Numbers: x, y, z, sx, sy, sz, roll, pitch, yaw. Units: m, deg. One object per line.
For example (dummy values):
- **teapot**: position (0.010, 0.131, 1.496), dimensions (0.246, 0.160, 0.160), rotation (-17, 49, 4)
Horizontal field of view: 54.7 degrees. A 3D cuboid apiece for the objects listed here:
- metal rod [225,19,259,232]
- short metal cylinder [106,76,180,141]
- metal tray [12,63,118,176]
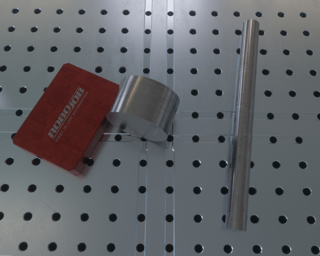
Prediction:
- **metal rod**: position (0.114, -0.018, 0.418), dimensions (0.025, 0.025, 0.299), rotation (9, 70, 3)
- **short metal cylinder**: position (-0.021, -0.023, 0.391), dimensions (0.080, 0.080, 0.050), rotation (18, 71, 6)
- **metal tray**: position (-0.118, -0.014, 0.413), dimensions (0.090, 0.030, 0.130), rotation (25, 72, 8)
